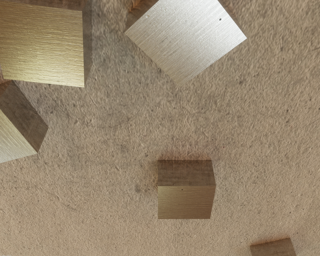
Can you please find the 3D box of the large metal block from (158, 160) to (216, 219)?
[{"bbox_3d":[0.037,0.094,0.471,0.081,0.050,0.079,0,130,0],"label":"large metal block"}]

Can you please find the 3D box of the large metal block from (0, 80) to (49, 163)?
[{"bbox_3d":[-0.202,-0.004,0.386,0.080,0.050,0.080,-15,129,12],"label":"large metal block"}]

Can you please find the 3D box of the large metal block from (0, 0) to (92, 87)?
[{"bbox_3d":[-0.113,-0.092,0.311,0.081,0.050,0.079,6,130,-5],"label":"large metal block"}]

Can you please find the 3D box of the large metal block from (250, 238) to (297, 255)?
[{"bbox_3d":[0.235,0.271,0.624,0.080,0.050,0.080,-18,128,14],"label":"large metal block"}]

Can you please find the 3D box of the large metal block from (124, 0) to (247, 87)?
[{"bbox_3d":[0.024,-0.101,0.304,0.080,0.050,0.080,-35,122,26],"label":"large metal block"}]
